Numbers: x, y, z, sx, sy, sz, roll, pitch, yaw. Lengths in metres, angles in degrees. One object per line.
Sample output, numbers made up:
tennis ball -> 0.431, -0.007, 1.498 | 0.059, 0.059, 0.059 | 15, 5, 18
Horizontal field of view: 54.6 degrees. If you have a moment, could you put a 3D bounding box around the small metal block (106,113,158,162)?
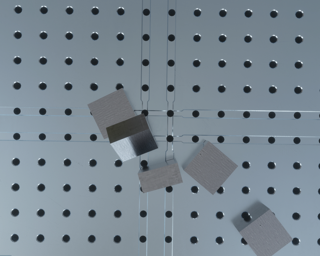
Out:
small metal block -> -0.035, 0.013, 0.398 | 0.050, 0.050, 0.025 | -21, 56, 0

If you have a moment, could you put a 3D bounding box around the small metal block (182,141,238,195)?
small metal block -> 0.066, 0.052, 0.414 | 0.050, 0.025, 0.050 | 41, 90, 0

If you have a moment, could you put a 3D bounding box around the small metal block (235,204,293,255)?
small metal block -> 0.138, 0.140, 0.414 | 0.050, 0.025, 0.050 | -37, 90, 0

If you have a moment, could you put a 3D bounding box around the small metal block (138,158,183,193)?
small metal block -> 0.000, 0.061, 0.401 | 0.050, 0.050, 0.025 | -15, 90, 0

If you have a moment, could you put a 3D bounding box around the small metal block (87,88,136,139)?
small metal block -> -0.060, -0.019, 0.413 | 0.050, 0.025, 0.050 | -26, 90, 0
